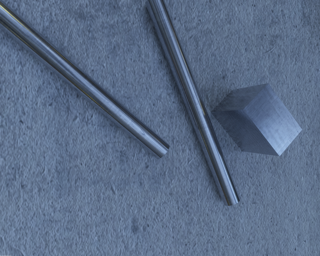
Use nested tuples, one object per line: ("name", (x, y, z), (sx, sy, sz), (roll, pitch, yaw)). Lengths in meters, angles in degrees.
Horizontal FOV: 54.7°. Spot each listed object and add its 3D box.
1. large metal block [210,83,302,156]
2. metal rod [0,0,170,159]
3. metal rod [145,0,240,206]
("large metal block", (0.130, -0.010, 0.428), (0.050, 0.080, 0.080), (-45, 104, -14))
("metal rod", (-0.105, -0.064, 0.370), (0.300, 0.025, 0.025), (41, 77, -16))
("metal rod", (0.048, -0.031, 0.426), (0.025, 0.025, 0.299), (-25, 98, -18))
